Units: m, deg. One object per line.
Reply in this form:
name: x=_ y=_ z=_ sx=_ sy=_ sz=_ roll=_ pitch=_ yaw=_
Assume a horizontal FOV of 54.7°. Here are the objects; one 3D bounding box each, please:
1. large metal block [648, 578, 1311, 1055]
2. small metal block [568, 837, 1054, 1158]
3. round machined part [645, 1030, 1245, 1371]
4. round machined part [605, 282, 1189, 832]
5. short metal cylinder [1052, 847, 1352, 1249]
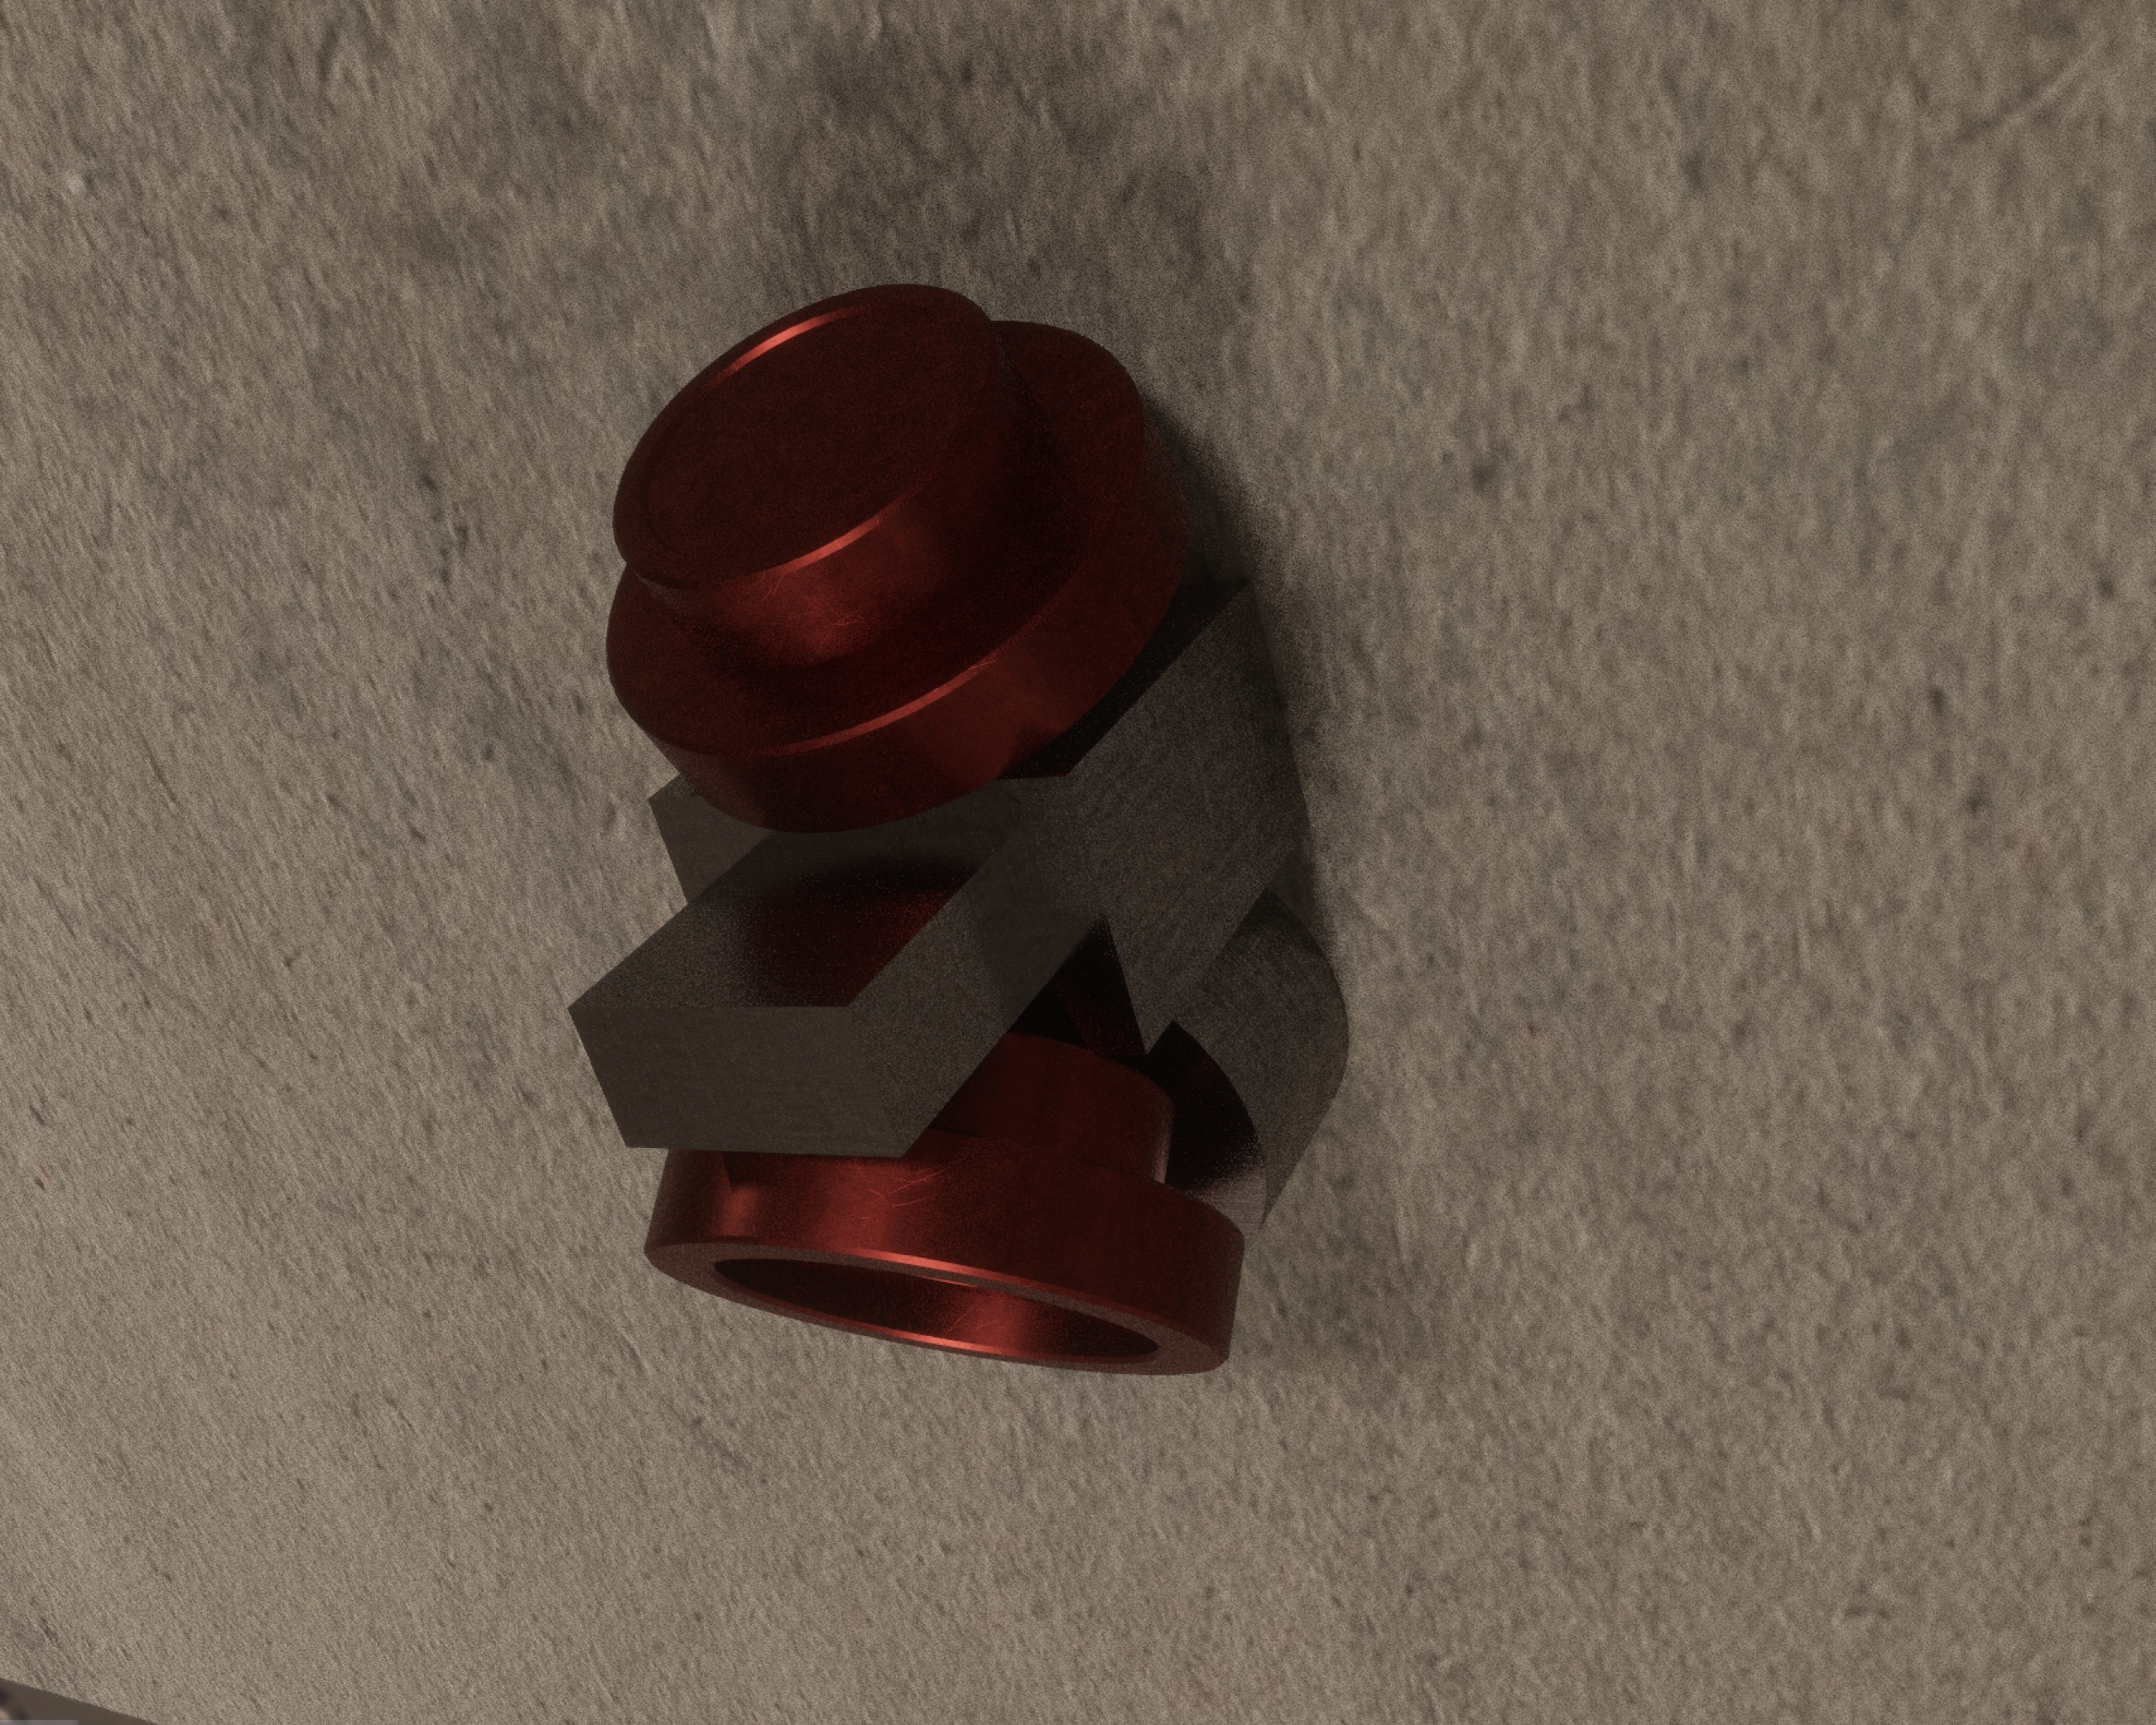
large metal block: x=-0.014 y=-0.009 z=0.372 sx=0.080 sy=0.080 sz=0.050 roll=-2 pitch=118 yaw=29
small metal block: x=-0.040 y=0.020 z=0.319 sx=0.050 sy=0.050 sz=0.025 roll=-2 pitch=117 yaw=29
round machined part: x=-0.020 y=0.056 z=0.356 sx=0.099 sy=0.042 sz=0.098 roll=9 pitch=159 yaw=4
round machined part: x=-0.035 y=-0.056 z=0.339 sx=0.098 sy=0.098 sz=0.042 roll=-2 pitch=142 yaw=29
short metal cylinder: x=0.008 y=0.040 z=0.413 sx=0.080 sy=0.050 sz=0.079 roll=13 pitch=124 yaw=20
